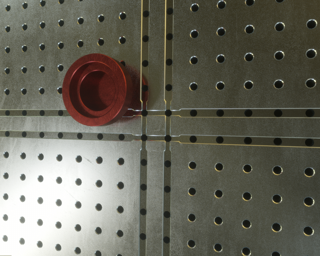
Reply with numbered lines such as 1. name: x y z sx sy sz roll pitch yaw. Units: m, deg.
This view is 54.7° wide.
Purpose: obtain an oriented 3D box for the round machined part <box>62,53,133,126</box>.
1. round machined part: -0.082 -0.051 0.431 0.098 0.042 0.097 0 90 19
